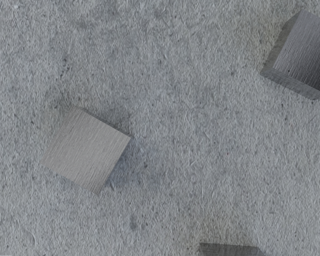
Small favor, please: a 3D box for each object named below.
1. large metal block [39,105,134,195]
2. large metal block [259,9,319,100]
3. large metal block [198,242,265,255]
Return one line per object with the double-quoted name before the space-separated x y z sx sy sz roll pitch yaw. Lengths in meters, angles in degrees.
"large metal block" -0.090 0.027 0.397 0.080 0.050 0.080 30 90 0
"large metal block" 0.190 -0.091 0.399 0.080 0.050 0.080 27 90 0
"large metal block" 0.091 0.199 0.398 0.080 0.050 0.080 5 90 0
